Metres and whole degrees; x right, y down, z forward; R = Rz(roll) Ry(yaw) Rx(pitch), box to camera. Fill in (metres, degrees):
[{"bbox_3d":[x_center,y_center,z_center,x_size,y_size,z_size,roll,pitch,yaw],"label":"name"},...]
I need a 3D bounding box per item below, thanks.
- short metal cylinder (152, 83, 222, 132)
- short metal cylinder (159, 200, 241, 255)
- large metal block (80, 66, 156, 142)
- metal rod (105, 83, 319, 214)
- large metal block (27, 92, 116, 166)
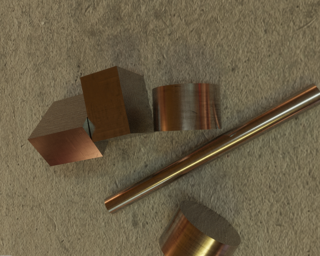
[{"bbox_3d":[0.032,-0.022,0.369,0.080,0.080,0.050,-3,89,20],"label":"short metal cylinder"},{"bbox_3d":[0.046,0.130,0.363,0.080,0.080,0.050,32,101,17],"label":"short metal cylinder"},{"bbox_3d":[-0.051,-0.027,0.398,0.050,0.080,0.080,-13,86,19],"label":"large metal block"},{"bbox_3d":[0.054,0.034,0.389,0.300,0.025,0.025,-31,80,17],"label":"metal rod"},{"bbox_3d":[-0.111,-0.001,0.412,0.080,0.080,0.050,-12,127,19],"label":"large metal block"}]
